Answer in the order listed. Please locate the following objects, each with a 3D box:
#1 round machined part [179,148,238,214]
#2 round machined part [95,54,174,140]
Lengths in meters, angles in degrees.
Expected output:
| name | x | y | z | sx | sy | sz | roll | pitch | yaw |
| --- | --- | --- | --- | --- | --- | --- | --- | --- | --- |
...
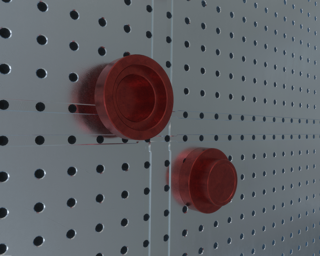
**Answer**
| name | x | y | z | sx | sy | sz | roll | pitch | yaw |
| --- | --- | --- | --- | --- | --- | --- | --- | --- | --- |
| round machined part | 0.078 | 0.079 | 0.463 | 0.099 | 0.042 | 0.097 | 0 | 90 | -40 |
| round machined part | -0.034 | -0.035 | 0.369 | 0.099 | 0.042 | 0.097 | 0 | 90 | -40 |
